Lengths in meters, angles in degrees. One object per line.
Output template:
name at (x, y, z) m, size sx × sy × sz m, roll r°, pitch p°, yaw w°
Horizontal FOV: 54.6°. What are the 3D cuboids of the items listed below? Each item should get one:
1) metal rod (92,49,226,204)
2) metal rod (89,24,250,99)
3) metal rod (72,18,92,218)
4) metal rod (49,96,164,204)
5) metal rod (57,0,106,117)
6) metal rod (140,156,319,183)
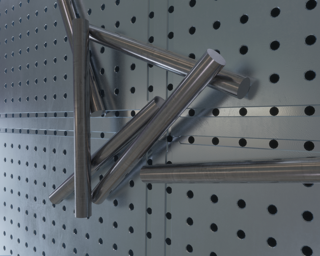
metal rod at (-0.021, 0.018, 0.409) m, size 0.298 × 0.025 × 0.025 m, roll -49°, pitch 61°, yaw 35°
metal rod at (-0.015, -0.102, 0.423) m, size 0.300 × 0.025 × 0.025 m, roll 29°, pitch 108°, yaw 36°
metal rod at (-0.119, -0.015, 0.475) m, size 0.025 × 0.025 × 0.298 m, roll -2°, pitch 89°, yaw 40°
metal rod at (-0.095, 0.048, 0.489) m, size 0.299 × 0.025 × 0.025 m, roll -40°, pitch 66°, yaw 33°
metal rod at (-0.146, -0.159, 0.531) m, size 0.025 × 0.025 × 0.299 m, roll -31°, pitch 71°, yaw 36°
metal rod at (0.096, 0.047, 0.330) m, size 0.300 × 0.025 × 0.025 m, roll -8°, pitch 85°, yaw 39°
